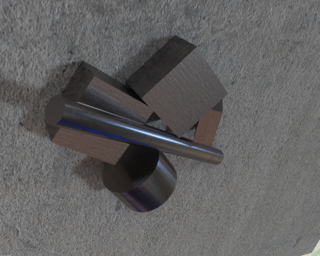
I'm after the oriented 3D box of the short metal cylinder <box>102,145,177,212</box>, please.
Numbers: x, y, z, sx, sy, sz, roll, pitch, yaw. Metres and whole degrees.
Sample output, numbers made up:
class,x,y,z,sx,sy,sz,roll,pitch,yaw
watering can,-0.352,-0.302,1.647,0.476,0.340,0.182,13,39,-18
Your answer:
class,x,y,z,sx,sy,sz,roll,pitch,yaw
short metal cylinder,-0.025,0.059,0.395,0.080,0.080,0.050,-38,130,-3

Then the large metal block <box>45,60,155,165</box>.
class,x,y,z,sx,sy,sz,roll,pitch,yaw
large metal block,-0.068,-0.015,0.346,0.080,0.050,0.080,28,103,-38

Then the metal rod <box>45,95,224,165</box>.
class,x,y,z,sx,sy,sz,roll,pitch,yaw
metal rod,0.002,0.015,0.366,0.301,0.025,0.025,19,109,-53

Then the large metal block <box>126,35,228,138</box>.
class,x,y,z,sx,sy,sz,roll,pitch,yaw
large metal block,0.021,-0.048,0.371,0.080,0.050,0.080,-43,130,1

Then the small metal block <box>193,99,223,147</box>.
class,x,y,z,sx,sy,sz,roll,pitch,yaw
small metal block,0.065,-0.011,0.418,0.025,0.050,0.050,15,116,4
